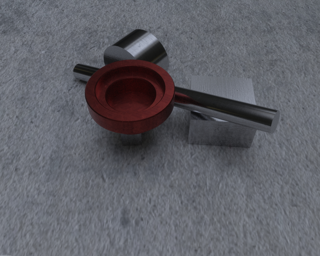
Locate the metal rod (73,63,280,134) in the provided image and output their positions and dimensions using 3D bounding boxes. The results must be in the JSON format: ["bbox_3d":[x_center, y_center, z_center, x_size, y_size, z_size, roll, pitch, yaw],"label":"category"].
[{"bbox_3d":[-0.003,-0.046,0.395,0.300,0.025,0.025,19,51,32],"label":"metal rod"}]

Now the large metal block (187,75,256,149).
[{"bbox_3d":[0.079,-0.022,0.408,0.080,0.050,0.080,4,50,2],"label":"large metal block"}]

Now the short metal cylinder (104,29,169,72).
[{"bbox_3d":[-0.034,-0.094,0.448,0.080,0.080,0.050,30,56,22],"label":"short metal cylinder"}]

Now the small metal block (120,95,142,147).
[{"bbox_3d":[-0.037,-0.011,0.398,0.025,0.050,0.050,-2,50,-2],"label":"small metal block"}]

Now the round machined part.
[{"bbox_3d":[-0.033,-0.031,0.355,0.099,0.042,0.098,0,51,0],"label":"round machined part"}]
